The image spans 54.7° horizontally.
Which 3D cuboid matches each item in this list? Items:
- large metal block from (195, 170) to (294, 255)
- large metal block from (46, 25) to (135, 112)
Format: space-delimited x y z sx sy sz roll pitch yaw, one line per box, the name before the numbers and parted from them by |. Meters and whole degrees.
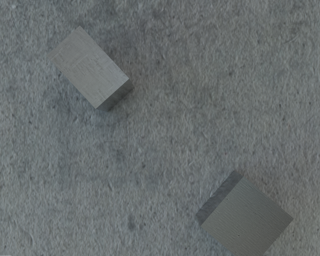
large metal block | 0.105 0.114 0.399 0.080 0.050 0.080 41 90 -1
large metal block | -0.080 -0.067 0.381 0.050 0.080 0.080 -43 91 0
